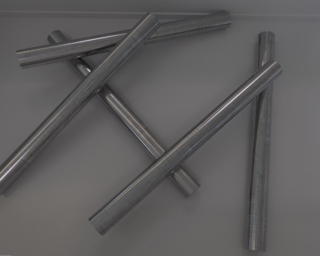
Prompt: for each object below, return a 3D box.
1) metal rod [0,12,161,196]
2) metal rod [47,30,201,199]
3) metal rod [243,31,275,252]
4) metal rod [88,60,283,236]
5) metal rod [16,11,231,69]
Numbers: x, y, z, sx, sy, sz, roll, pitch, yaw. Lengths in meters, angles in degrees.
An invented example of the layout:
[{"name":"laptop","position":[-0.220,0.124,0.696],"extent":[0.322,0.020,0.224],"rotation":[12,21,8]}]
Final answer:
[{"name":"metal rod","position":[-0.108,-0.035,0.399],"extent":[0.025,0.025,0.300],"rotation":[40,83,13]},{"name":"metal rod","position":[-0.057,-0.028,0.419],"extent":[0.025,0.025,0.300],"rotation":[-39,75,-13]},{"name":"metal rod","position":[0.134,0.003,0.409],"extent":[0.025,0.025,0.299],"rotation":[9,70,3]},{"name":"metal rod","position":[0.041,0.015,0.376],"extent":[0.301,0.025,0.025],"rotation":[-40,75,-14]},{"name":"metal rod","position":[-0.041,-0.127,0.437],"extent":[0.302,0.025,0.025],"rotation":[-15,71,-13]}]
